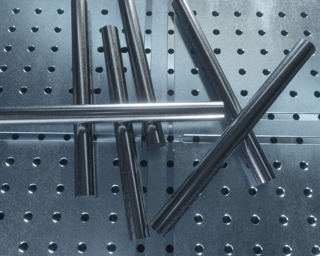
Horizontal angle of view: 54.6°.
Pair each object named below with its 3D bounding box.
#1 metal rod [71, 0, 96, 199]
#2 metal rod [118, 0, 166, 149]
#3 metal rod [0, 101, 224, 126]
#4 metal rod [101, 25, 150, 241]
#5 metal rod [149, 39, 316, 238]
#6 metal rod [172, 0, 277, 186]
[{"bbox_3d":[-0.108,-0.055,0.431,0.025,0.025,0.299,-6,70,-2],"label":"metal rod"},{"bbox_3d":[-0.034,-0.114,0.453,0.025,0.025,0.299,-11,70,-4],"label":"metal rod"},{"bbox_3d":[-0.072,-0.018,0.390,0.302,0.025,0.025,-1,70,-1],"label":"metal rod"},{"bbox_3d":[-0.050,-0.008,0.414,0.025,0.025,0.299,-9,70,-3],"label":"metal rod"},{"bbox_3d":[0.093,0.008,0.384,0.025,0.025,0.300,39,83,13],"label":"metal rod"},{"bbox_3d":[0.082,-0.064,0.435,0.025,0.025,0.299,-19,71,-7],"label":"metal rod"}]
